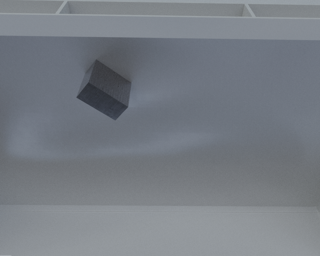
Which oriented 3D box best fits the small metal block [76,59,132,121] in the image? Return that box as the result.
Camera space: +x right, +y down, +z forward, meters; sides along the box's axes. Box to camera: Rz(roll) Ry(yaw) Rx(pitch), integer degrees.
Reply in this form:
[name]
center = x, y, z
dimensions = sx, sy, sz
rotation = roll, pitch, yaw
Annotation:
[small metal block]
center = -0.062, -0.044, 0.355
dimensions = 0.050, 0.050, 0.025
rotation = 32, 123, -24
